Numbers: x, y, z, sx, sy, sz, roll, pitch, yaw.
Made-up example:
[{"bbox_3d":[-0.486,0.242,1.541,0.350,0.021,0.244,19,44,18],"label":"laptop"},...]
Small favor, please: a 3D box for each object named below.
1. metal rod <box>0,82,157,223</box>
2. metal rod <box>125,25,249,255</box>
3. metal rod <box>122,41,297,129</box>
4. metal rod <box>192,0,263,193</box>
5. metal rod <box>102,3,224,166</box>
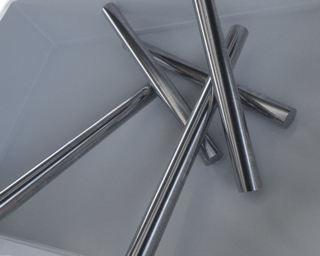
[{"bbox_3d":[-0.093,0.020,0.362,0.025,0.025,0.302,19,46,35],"label":"metal rod"},{"bbox_3d":[0.040,0.001,0.344,0.025,0.025,0.300,12,64,33],"label":"metal rod"},{"bbox_3d":[0.044,-0.077,0.429,0.300,0.025,0.025,34,81,38],"label":"metal rod"},{"bbox_3d":[0.064,-0.080,0.345,0.025,0.025,0.299,-15,79,20],"label":"metal rod"},{"bbox_3d":[-0.009,-0.076,0.422,0.025,0.025,0.299,-35,62,5],"label":"metal rod"}]
